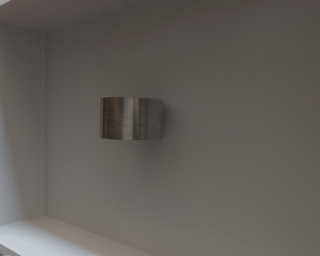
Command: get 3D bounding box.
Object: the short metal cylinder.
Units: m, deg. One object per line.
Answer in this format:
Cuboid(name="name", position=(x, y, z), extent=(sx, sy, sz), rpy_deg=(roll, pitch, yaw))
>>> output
Cuboid(name="short metal cylinder", position=(-0.036, -0.012, 0.398), extent=(0.080, 0.081, 0.050), rpy_deg=(3, 92, 40))
